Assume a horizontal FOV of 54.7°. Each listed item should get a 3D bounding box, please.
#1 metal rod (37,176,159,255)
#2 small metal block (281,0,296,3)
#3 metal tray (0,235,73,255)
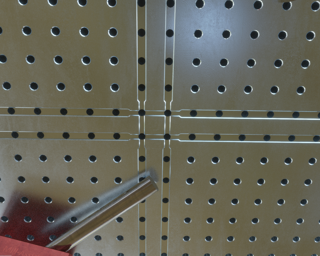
[{"bbox_3d":[-0.133,0.163,0.452,0.301,0.025,0.025,-34,107,4],"label":"metal rod"},{"bbox_3d":[0.164,-0.175,0.351,0.050,0.025,0.050,-14,110,4],"label":"small metal block"},{"bbox_3d":[-0.199,0.192,0.454,0.131,0.030,0.089,18,144,-7],"label":"metal tray"}]
